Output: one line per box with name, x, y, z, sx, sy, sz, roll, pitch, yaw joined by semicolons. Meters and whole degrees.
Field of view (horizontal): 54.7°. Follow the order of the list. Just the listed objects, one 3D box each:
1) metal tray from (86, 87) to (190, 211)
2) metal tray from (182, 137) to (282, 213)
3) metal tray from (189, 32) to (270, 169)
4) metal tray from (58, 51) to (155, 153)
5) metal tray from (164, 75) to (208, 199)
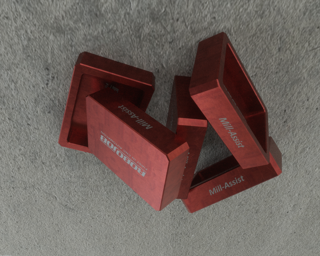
metal tray;-0.032;0.022;0.353;0.130;0.030;0.089;36;137;28
metal tray;0.097;0.062;0.420;0.130;0.090;0.030;-31;89;23
metal tray;0.082;-0.027;0.341;0.030;0.090;0.130;-17;130;32
metal tray;-0.069;-0.021;0.387;0.091;0.030;0.129;15;128;-13
metal tray;0.025;0.013;0.378;0.030;0.090;0.129;5;131;-5
